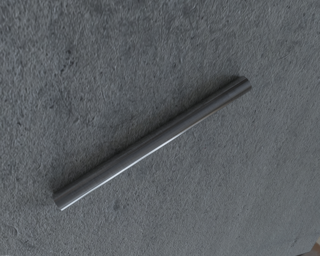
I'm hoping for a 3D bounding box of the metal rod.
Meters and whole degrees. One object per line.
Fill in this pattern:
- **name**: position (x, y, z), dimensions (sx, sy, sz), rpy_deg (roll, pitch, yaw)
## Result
- **metal rod**: position (-0.005, 0.016, 0.418), dimensions (0.301, 0.025, 0.025), rpy_deg (-32, 129, -8)
